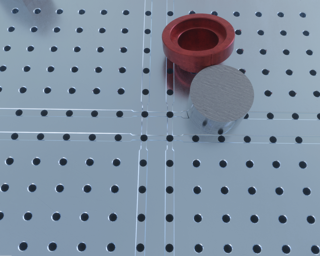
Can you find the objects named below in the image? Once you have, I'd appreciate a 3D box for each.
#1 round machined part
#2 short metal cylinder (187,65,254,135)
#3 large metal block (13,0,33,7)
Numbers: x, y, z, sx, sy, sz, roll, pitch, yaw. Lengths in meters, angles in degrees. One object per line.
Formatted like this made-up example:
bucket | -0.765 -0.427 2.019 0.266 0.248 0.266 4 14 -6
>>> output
round machined part | 0.053 -0.115 0.435 0.099 0.042 0.098 -3 51 4
short metal cylinder | 0.078 -0.036 0.412 0.081 0.050 0.080 0 70 0
large metal block | -0.235 -0.246 0.471 0.080 0.080 0.050 30 73 10
